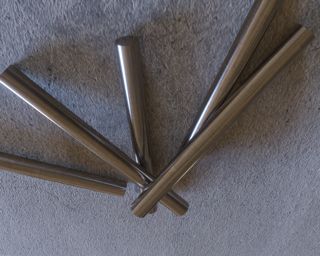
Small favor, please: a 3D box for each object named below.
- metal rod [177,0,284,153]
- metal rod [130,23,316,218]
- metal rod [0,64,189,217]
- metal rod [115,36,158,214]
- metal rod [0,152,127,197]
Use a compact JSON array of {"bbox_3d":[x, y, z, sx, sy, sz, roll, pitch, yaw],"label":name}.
[{"bbox_3d":[0.073,-0.047,0.367,0.025,0.025,0.298,14,129,-12],"label":"metal rod"},{"bbox_3d":[0.061,0.006,0.373,0.025,0.025,0.299,31,112,-24],"label":"metal rod"},{"bbox_3d":[-0.072,0.029,0.407,0.025,0.025,0.300,-37,114,27],"label":"metal rod"},{"bbox_3d":[-0.026,0.021,0.424,0.025,0.025,0.298,-3,130,2],"label":"metal rod"},{"bbox_3d":[-0.197,0.056,0.452,0.302,0.025,0.025,16,128,-14],"label":"metal rod"}]
